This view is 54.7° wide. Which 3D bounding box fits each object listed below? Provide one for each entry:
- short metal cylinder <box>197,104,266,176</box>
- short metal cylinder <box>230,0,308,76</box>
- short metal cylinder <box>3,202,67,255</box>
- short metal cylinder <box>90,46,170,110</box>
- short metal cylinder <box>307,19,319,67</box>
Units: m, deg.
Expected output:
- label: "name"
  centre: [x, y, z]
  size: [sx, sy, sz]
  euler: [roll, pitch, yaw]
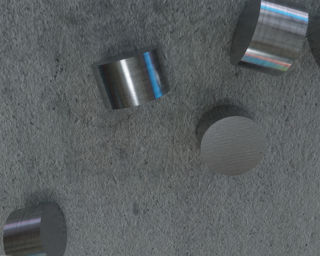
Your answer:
- label: "short metal cylinder"
  centre: [0.090, 0.015, 0.402]
  size: [0.081, 0.050, 0.079]
  euler: [0, 110, 0]
- label: "short metal cylinder"
  centre: [0.117, -0.103, 0.344]
  size: [0.050, 0.080, 0.079]
  euler: [13, 110, -5]
- label: "short metal cylinder"
  centre: [-0.171, 0.149, 0.434]
  size: [0.050, 0.080, 0.080]
  euler: [-12, 110, 4]
- label: "short metal cylinder"
  centre: [-0.033, -0.060, 0.358]
  size: [0.080, 0.080, 0.050]
  euler: [-14, 110, 5]
- label: "short metal cylinder"
  centre: [0.212, -0.095, 0.347]
  size: [0.050, 0.080, 0.080]
  euler: [-27, 108, 10]
